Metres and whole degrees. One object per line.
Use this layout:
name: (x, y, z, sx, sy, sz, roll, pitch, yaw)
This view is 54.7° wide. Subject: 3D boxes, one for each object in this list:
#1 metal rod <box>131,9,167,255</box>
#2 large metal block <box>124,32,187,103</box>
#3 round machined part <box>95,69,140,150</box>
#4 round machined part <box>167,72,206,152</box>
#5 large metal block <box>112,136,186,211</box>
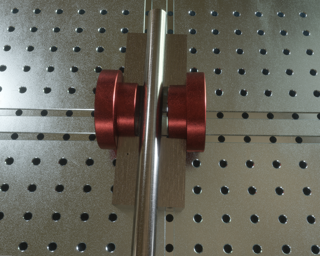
metal rod: (-0.010, -0.010, 0.362, 0.025, 0.025, 0.299, 3, 70, 1)
large metal block: (-0.005, -0.082, 0.428, 0.080, 0.050, 0.080, 2, 70, 0)
round machined part: (-0.048, -0.022, 0.380, 0.042, 0.098, 0.098, 2, 70, 1)
round machined part: (0.032, -0.019, 0.380, 0.042, 0.098, 0.098, 0, 70, 5)
large metal block: (-0.011, 0.057, 0.377, 0.080, 0.050, 0.080, 3, 70, 1)
